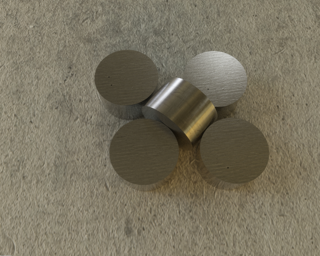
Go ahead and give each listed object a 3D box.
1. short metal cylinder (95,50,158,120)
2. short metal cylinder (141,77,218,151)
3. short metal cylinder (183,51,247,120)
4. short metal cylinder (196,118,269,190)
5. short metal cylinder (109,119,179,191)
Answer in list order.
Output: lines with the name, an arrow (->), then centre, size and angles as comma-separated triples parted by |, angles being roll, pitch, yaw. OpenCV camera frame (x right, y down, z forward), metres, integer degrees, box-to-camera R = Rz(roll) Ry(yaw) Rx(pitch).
short metal cylinder -> -0.043, -0.057, 0.415 | 0.081, 0.050, 0.080 | 0, 70, 0
short metal cylinder -> 0.024, -0.017, 0.387 | 0.080, 0.080, 0.050 | 38, 74, 12
short metal cylinder -> 0.070, -0.055, 0.415 | 0.081, 0.050, 0.080 | 0, 70, 0
short metal cylinder -> 0.087, 0.033, 0.384 | 0.081, 0.050, 0.080 | 0, 70, 0
short metal cylinder -> -0.018, 0.035, 0.382 | 0.081, 0.050, 0.080 | 0, 70, 0
